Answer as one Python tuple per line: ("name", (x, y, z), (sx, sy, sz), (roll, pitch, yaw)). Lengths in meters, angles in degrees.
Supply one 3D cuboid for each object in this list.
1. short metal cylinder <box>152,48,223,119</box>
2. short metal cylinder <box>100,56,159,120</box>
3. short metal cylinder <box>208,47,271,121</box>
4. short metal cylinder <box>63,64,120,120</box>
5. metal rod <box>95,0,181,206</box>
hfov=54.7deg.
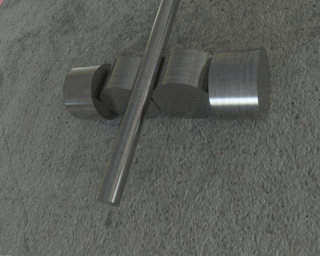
("short metal cylinder", (0.035, -0.053, 0.383), (0.080, 0.080, 0.050), (1, 62, 28))
("short metal cylinder", (-0.035, -0.053, 0.421), (0.080, 0.080, 0.050), (1, 62, 28))
("short metal cylinder", (0.093, -0.048, 0.351), (0.050, 0.080, 0.080), (1, 62, 29))
("short metal cylinder", (-0.093, -0.051, 0.450), (0.050, 0.080, 0.080), (1, 62, 29))
("metal rod", (-0.017, -0.057, 0.370), (0.025, 0.025, 0.300), (1, 62, 28))
